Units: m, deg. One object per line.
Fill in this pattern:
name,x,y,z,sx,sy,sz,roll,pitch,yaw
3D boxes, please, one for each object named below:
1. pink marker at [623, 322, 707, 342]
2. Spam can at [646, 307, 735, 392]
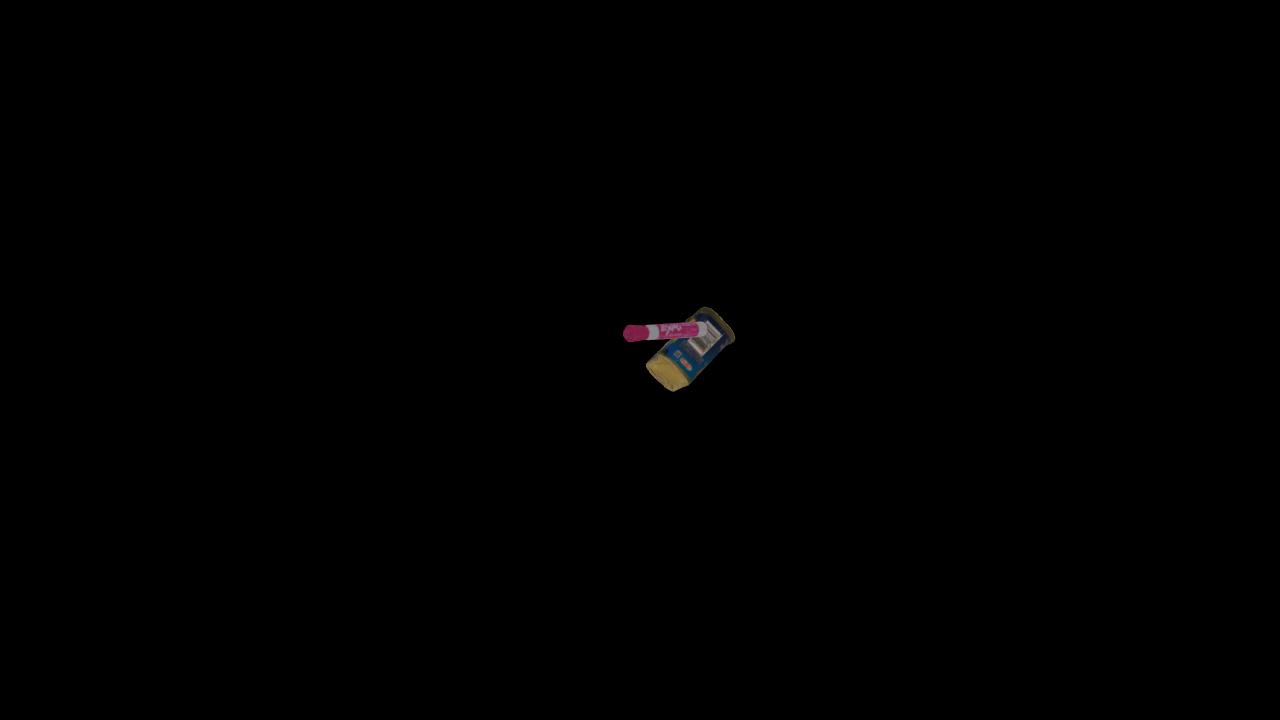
pink marker,0.029,-0.032,0.692,0.121,0.020,0.020,-6,4,-42
Spam can,0.060,-0.011,0.770,0.085,0.058,0.101,-44,1,-16
